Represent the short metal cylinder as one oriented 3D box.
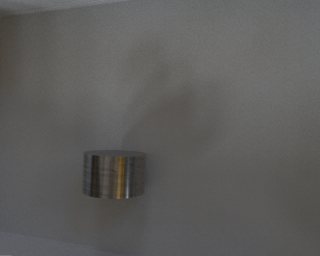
[{"bbox_3d":[-0.059,0.057,0.403,0.080,0.080,0.050,3,91,20],"label":"short metal cylinder"}]
